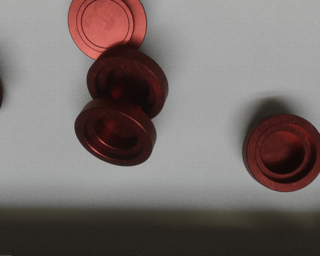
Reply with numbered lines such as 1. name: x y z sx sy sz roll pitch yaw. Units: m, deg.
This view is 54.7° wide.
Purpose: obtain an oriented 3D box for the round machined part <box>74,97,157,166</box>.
1. round machined part: -0.051 0.000 0.385 0.098 0.097 0.042 21 46 -1

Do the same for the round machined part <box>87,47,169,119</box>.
1. round machined part: -0.037 -0.057 0.385 0.098 0.097 0.042 22 46 -1

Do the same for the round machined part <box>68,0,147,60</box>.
1. round machined part: -0.065 -0.131 0.387 0.099 0.042 0.097 -1 110 -2

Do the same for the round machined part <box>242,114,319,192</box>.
1. round machined part: 0.156 0.031 0.405 0.099 0.042 0.097 0 90 -1

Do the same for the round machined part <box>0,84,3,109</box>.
1. round machined part: -0.241 -0.044 0.372 0.042 0.099 0.097 -11 90 44
